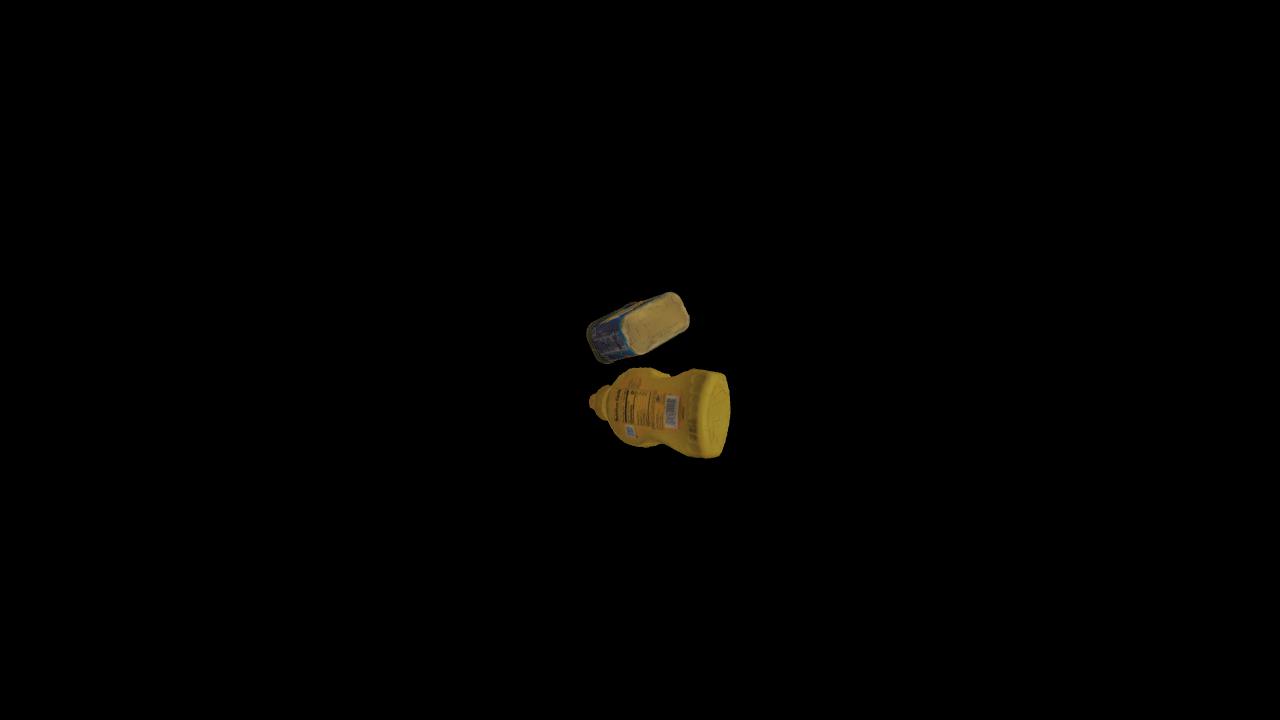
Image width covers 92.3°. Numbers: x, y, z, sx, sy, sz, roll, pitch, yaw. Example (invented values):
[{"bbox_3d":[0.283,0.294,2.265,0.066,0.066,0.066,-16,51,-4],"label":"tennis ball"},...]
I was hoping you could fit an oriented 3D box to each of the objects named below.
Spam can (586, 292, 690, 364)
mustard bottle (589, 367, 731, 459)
[{"bbox_3d":[-0.002,-0.040,0.757,0.101,0.058,0.085,-31,10,-32],"label":"Spam can"},{"bbox_3d":[0.010,0.053,0.681,0.184,0.092,0.054,2,3,42],"label":"mustard bottle"}]
